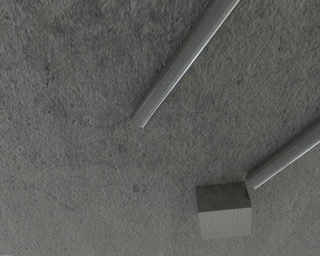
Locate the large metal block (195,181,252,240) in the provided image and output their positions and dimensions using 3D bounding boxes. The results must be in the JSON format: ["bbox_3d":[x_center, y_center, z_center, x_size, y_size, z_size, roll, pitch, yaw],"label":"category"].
[{"bbox_3d":[0.104,0.137,0.509,0.080,0.050,0.080,-7,130,5],"label":"large metal block"}]

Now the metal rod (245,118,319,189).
[{"bbox_3d":[0.226,-0.011,0.401,0.025,0.025,0.298,27,125,-22],"label":"metal rod"}]

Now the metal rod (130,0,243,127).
[{"bbox_3d":[0.051,-0.107,0.316,0.025,0.025,0.298,25,126,-20],"label":"metal rod"}]
